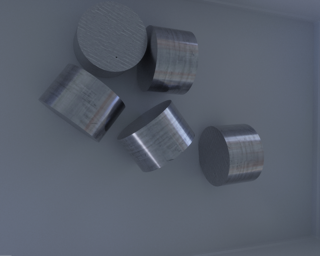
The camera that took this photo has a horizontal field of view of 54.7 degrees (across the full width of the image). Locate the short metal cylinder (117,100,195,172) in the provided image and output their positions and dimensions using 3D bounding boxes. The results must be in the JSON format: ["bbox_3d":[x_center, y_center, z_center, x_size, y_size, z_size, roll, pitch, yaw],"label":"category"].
[{"bbox_3d":[-0.005,0.009,0.380,0.080,0.080,0.050,-39,103,-16],"label":"short metal cylinder"}]

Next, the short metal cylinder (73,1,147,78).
[{"bbox_3d":[-0.061,-0.104,0.375,0.081,0.050,0.079,0,90,-21],"label":"short metal cylinder"}]

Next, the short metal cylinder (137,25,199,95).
[{"bbox_3d":[0.007,-0.083,0.385,0.050,0.080,0.079,2,90,-20],"label":"short metal cylinder"}]

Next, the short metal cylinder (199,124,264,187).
[{"bbox_3d":[0.093,0.035,0.417,0.050,0.080,0.079,-4,92,-20],"label":"short metal cylinder"}]

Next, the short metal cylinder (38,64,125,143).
[{"bbox_3d":[-0.087,-0.027,0.350,0.080,0.080,0.050,38,78,-16],"label":"short metal cylinder"}]
